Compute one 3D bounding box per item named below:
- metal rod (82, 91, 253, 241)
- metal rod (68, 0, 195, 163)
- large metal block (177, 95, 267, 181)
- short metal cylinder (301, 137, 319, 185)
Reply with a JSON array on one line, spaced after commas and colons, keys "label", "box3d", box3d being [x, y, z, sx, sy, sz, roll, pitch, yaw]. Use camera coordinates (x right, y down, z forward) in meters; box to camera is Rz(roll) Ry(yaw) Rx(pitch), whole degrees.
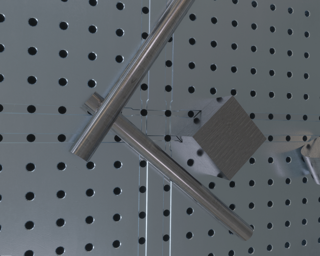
[{"label": "metal rod", "box3d": [0.020, 0.060, 0.420, 0.300, 0.025, 0.025, 42, 77, -15]}, {"label": "metal rod", "box3d": [-0.017, -0.090, 0.388, 0.025, 0.025, 0.300, 36, 72, -17]}, {"label": "large metal block", "box3d": [0.085, 0.013, 0.431, 0.080, 0.050, 0.080, -45, 104, -15]}, {"label": "short metal cylinder", "box3d": [0.271, 0.047, 0.484, 0.080, 0.080, 0.050, -30, 100, -18]}]
